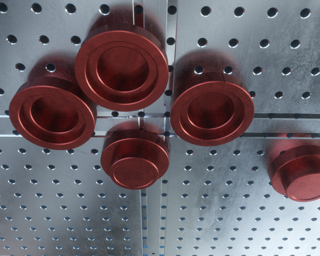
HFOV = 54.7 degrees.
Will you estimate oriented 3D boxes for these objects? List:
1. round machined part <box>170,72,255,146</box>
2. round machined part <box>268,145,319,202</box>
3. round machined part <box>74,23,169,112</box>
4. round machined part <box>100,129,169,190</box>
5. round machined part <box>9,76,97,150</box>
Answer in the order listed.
[{"bbox_3d":[0.061,-0.027,0.379,0.099,0.042,0.097,-1,130,0],"label":"round machined part"},{"bbox_3d":[0.220,0.075,0.468,0.099,0.042,0.097,-1,130,0],"label":"round machined part"},{"bbox_3d":[-0.040,-0.069,0.341,0.099,0.042,0.097,-1,130,0],"label":"round machined part"},{"bbox_3d":[-0.036,0.051,0.444,0.099,0.042,0.097,-1,130,0],"label":"round machined part"},{"bbox_3d":[-0.127,-0.022,0.380,0.099,0.042,0.097,-1,130,0],"label":"round machined part"}]
